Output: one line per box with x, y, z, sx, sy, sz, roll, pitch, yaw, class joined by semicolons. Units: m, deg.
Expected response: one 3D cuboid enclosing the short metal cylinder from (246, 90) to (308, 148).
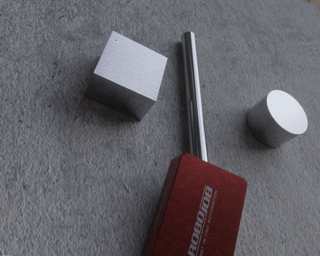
0.188;-0.014;0.501;0.081;0.050;0.080;14;56;-21;short metal cylinder

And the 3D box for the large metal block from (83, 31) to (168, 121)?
-0.043;-0.068;0.407;0.080;0.050;0.080;24;53;-14;large metal block

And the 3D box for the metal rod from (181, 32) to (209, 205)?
0.050;-0.026;0.448;0.025;0.025;0.299;13;56;-22;metal rod

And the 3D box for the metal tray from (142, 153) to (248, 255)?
0.041;0.104;0.343;0.090;0.030;0.130;25;65;-13;metal tray
